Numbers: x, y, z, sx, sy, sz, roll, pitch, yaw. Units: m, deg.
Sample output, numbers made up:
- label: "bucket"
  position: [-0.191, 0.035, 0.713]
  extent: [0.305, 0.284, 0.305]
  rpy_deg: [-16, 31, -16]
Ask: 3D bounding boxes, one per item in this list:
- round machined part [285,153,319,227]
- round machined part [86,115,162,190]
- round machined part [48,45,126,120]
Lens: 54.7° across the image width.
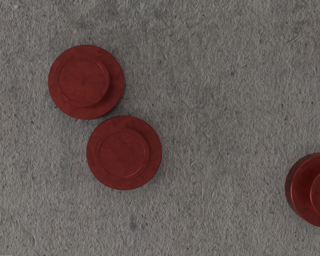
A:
- label: "round machined part"
  position: [0.220, 0.082, 0.403]
  extent: [0.099, 0.042, 0.097]
  rpy_deg: [0, 90, 0]
- label: "round machined part"
  position: [-0.046, 0.032, 0.401]
  extent: [0.099, 0.042, 0.097]
  rpy_deg: [0, 90, 0]
- label: "round machined part"
  position: [-0.096, -0.059, 0.401]
  extent: [0.099, 0.042, 0.097]
  rpy_deg: [0, 90, 0]
